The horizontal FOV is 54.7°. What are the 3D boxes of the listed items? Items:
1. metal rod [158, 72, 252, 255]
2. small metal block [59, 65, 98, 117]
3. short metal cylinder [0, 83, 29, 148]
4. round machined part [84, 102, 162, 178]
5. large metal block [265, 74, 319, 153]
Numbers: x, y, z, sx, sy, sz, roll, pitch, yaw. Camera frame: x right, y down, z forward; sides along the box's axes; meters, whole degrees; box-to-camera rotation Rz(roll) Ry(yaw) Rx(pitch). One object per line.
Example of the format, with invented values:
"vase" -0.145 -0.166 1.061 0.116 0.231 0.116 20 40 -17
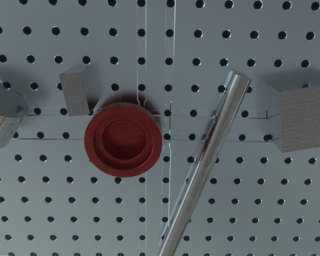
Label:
"metal rod" 0.056 0.067 0.438 0.025 0.025 0.298 17 109 -7
"small metal block" -0.099 -0.047 0.381 0.025 0.050 0.050 -7 110 2
"short metal cylinder" -0.210 -0.019 0.374 0.080 0.080 0.050 35 106 -12
"round machined part" -0.046 0.013 0.408 0.099 0.042 0.097 0 110 -1
"large metal block" 0.186 -0.020 0.395 0.080 0.050 0.079 -10 110 3
